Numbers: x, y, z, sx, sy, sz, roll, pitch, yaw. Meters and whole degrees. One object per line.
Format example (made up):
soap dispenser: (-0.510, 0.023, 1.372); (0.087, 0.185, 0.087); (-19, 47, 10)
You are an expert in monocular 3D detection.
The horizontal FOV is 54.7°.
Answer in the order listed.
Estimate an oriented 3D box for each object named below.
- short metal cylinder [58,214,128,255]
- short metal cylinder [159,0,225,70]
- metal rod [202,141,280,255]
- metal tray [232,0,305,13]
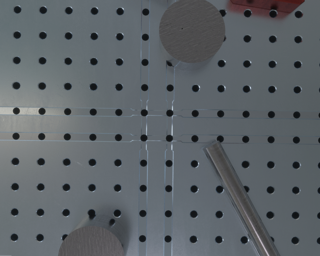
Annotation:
short metal cylinder: (-0.083, 0.158, 0.400); (0.081, 0.050, 0.080); (0, 90, 0)
short metal cylinder: (0.039, -0.119, 0.401); (0.081, 0.050, 0.080); (0, 90, 0)
metal rod: (0.138, 0.154, 0.414); (0.025, 0.025, 0.299); (-28, 90, 0)
metal tray: (0.151, -0.229, 0.411); (0.091, 0.030, 0.129); (9, 90, 0)
